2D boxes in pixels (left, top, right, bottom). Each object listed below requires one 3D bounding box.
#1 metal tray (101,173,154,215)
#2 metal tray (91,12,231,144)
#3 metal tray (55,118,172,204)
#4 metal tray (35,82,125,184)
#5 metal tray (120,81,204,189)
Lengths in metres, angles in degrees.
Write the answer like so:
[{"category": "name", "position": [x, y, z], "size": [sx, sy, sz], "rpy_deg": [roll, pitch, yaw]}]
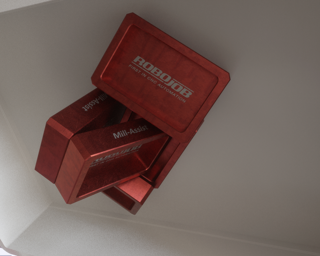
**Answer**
[{"category": "metal tray", "position": [-0.078, 0.075, 0.466], "size": [0.130, 0.030, 0.090], "rpy_deg": [34, 153, 5]}, {"category": "metal tray", "position": [0.000, -0.055, 0.346], "size": [0.130, 0.030, 0.090], "rpy_deg": [34, 103, 5]}, {"category": "metal tray", "position": [-0.050, 0.034, 0.369], "size": [0.030, 0.131, 0.089], "rpy_deg": [50, 132, 23]}, {"category": "metal tray", "position": [-0.090, -0.001, 0.382], "size": [0.030, 0.131, 0.089], "rpy_deg": [35, 129, 6]}, {"category": "metal tray", "position": [-0.011, 0.014, 0.416], "size": [0.090, 0.030, 0.129], "rpy_deg": [34, 129, 5]}]
